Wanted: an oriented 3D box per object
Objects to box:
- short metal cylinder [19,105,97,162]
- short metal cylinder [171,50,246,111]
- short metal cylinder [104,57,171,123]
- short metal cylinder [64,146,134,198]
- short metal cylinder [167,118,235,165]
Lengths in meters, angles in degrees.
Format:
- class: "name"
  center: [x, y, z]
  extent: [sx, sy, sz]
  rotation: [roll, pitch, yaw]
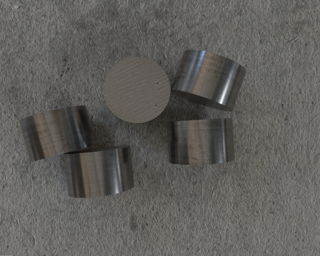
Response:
- class: "short metal cylinder"
  center: [-0.124, 0.007, 0.381]
  extent: [0.080, 0.080, 0.050]
  rotation: [-15, 90, 0]
- class: "short metal cylinder"
  center: [0.059, -0.057, 0.383]
  extent: [0.080, 0.080, 0.050]
  rotation: [19, 90, 0]
- class: "short metal cylinder"
  center: [-0.027, -0.046, 0.397]
  extent: [0.081, 0.050, 0.080]
  rotation: [0, 90, 0]
- class: "short metal cylinder"
  center: [-0.074, 0.051, 0.382]
  extent: [0.080, 0.080, 0.050]
  rotation: [-6, 90, 0]
- class: "short metal cylinder"
  center: [0.050, 0.015, 0.383]
  extent: [0.080, 0.080, 0.050]
  rotation: [-3, 90, 0]
